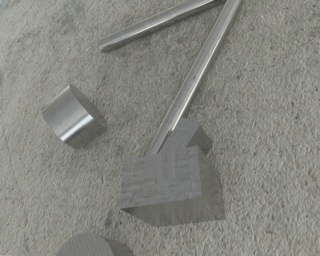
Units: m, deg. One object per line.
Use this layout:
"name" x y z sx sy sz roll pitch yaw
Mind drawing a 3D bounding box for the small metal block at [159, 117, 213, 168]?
"small metal block" 0.031 0.024 0.357 0.025 0.050 0.050 24 75 36

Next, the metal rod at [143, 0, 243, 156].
"metal rod" 0.044 -0.060 0.417 0.025 0.025 0.300 17 70 34

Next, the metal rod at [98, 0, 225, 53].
"metal rod" 0.034 -0.188 0.501 0.301 0.025 0.025 -18 55 17

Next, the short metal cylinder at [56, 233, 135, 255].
"short metal cylinder" -0.069 0.157 0.328 0.080 0.050 0.080 -13 56 21

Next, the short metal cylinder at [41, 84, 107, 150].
"short metal cylinder" -0.120 -0.016 0.441 0.050 0.080 0.080 -39 51 2

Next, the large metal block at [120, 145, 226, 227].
"large metal block" 0.015 0.065 0.321 0.080 0.080 0.050 -14 56 21
